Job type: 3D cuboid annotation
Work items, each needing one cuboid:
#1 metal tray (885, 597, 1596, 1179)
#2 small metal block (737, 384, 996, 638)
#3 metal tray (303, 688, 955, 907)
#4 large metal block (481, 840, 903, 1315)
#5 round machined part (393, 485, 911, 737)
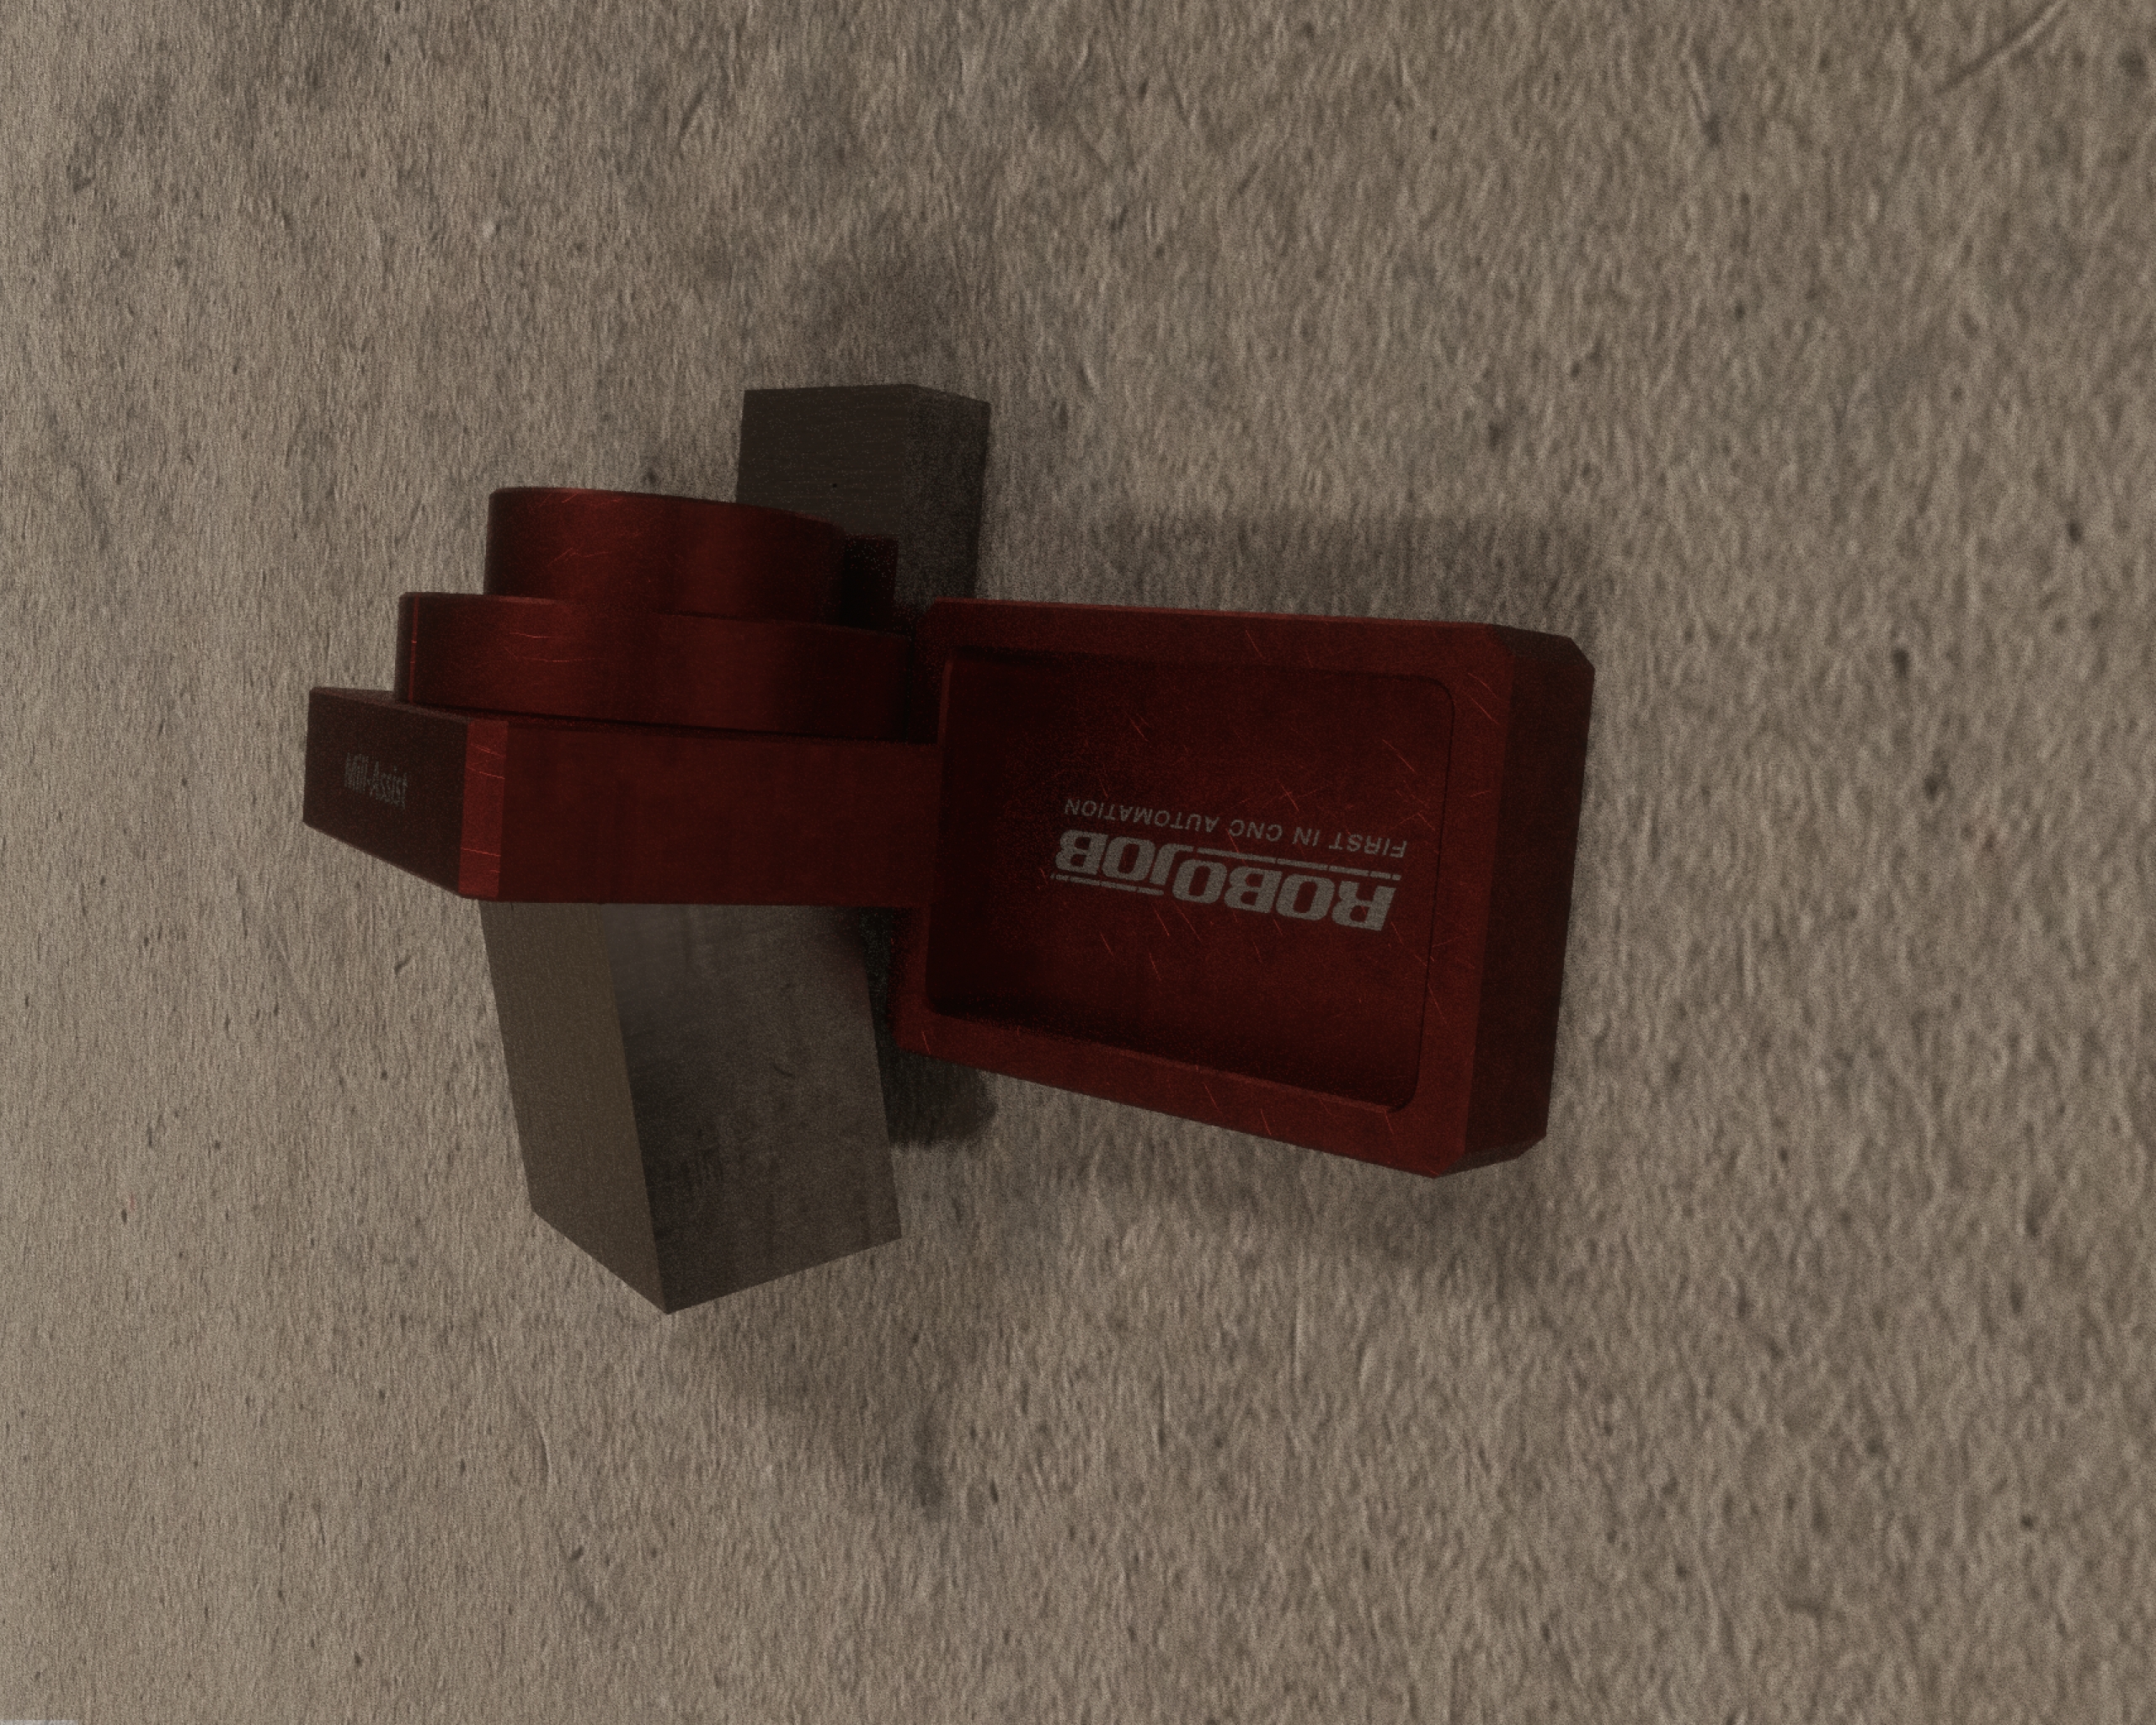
[{"bbox_3d":[0.024,0.000,0.382,0.130,0.030,0.089,8,95,39],"label":"metal tray"},{"bbox_3d":[-0.047,-0.074,0.443,0.050,0.025,0.050,9,95,39],"label":"small metal block"},{"bbox_3d":[-0.094,-0.015,0.417,0.130,0.091,0.030,12,99,57],"label":"metal tray"},{"bbox_3d":[-0.082,0.037,0.431,0.080,0.050,0.079,11,111,57],"label":"large metal block"},{"bbox_3d":[-0.082,-0.049,0.410,0.098,0.099,0.042,8,95,39],"label":"round machined part"}]
